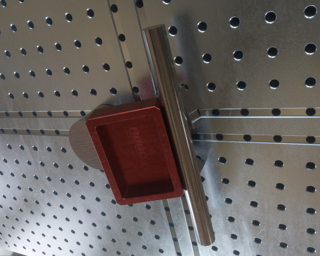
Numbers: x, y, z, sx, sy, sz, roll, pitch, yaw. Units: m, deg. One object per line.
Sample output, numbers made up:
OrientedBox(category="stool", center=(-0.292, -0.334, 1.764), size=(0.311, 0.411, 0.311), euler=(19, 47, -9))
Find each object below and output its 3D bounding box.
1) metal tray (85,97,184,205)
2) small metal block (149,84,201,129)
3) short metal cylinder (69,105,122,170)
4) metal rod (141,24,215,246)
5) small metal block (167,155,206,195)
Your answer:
OrientedBox(category="metal tray", center=(-0.027, 0.033, 0.390), size=(0.090, 0.030, 0.129), euler=(-11, 115, 11))
OrientedBox(category="small metal block", center=(0.016, -0.021, 0.389), size=(0.050, 0.025, 0.050), euler=(-16, 110, 34))
OrientedBox(category="short metal cylinder", center=(-0.082, 0.013, 0.443), size=(0.080, 0.050, 0.079), euler=(13, 124, 20))
OrientedBox(category="metal rod", center=(0.029, 0.027, 0.379), size=(0.025, 0.025, 0.298), euler=(-1, 118, 28))
OrientedBox(category="small metal block", center=(0.027, 0.057, 0.430), size=(0.050, 0.025, 0.050), euler=(34, 129, 5))
